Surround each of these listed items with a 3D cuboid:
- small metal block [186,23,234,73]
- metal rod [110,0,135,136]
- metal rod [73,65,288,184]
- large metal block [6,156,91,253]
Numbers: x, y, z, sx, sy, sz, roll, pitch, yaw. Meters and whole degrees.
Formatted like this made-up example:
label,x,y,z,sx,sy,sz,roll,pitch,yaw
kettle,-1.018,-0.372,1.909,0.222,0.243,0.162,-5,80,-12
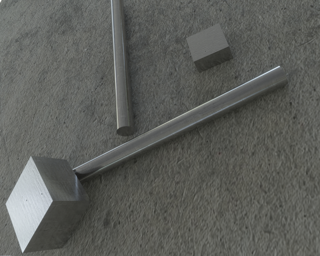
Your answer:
label,x,y,z,sx,sy,sz,roll,pitch,yaw
small metal block,0.069,-0.113,0.436,0.050,0.025,0.050,-22,54,15
metal rod,-0.064,-0.118,0.507,0.025,0.025,0.299,-20,54,16
metal rod,0.013,0.003,0.393,0.301,0.025,0.025,-27,53,11
large metal block,-0.142,0.093,0.386,0.080,0.050,0.080,45,109,39
